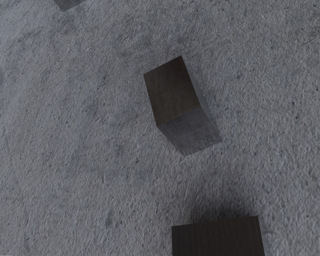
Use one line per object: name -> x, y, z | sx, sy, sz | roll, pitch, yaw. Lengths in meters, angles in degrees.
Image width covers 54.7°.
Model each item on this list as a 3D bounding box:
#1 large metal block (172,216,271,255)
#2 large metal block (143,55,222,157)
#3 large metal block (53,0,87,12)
large metal block -> 0.058, 0.130, 0.278 | 0.080, 0.050, 0.080 | -14, 56, 20
large metal block -> 0.027, -0.024, 0.369 | 0.050, 0.080, 0.080 | -25, 53, 13
large metal block -> -0.195, -0.316, 0.684 | 0.080, 0.050, 0.080 | -20, 54, 16
